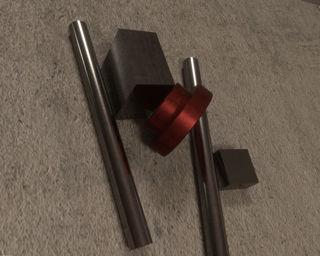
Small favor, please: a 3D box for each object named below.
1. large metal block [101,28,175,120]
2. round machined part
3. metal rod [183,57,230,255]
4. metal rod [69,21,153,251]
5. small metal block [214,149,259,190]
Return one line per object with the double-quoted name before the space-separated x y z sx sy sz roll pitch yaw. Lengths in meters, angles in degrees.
"large metal block" -0.032 -0.065 0.392 0.050 0.080 0.080 -4 64 -30
"round machined part" 0.017 -0.016 0.378 0.042 0.097 0.098 38 51 -4
"metal rod" 0.058 0.025 0.421 0.025 0.025 0.299 10 57 -23
"metal rod" -0.066 -0.008 0.374 0.025 0.025 0.299 -6 65 -31
"small metal block" 0.101 0.057 0.426 0.050 0.025 0.050 2 61 -28
